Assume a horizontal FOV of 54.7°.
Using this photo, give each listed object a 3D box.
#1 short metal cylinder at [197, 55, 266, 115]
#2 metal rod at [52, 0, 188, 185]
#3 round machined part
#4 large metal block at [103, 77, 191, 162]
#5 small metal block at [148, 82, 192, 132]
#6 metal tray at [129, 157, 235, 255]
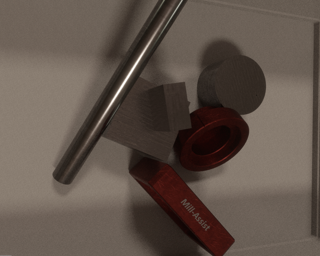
[{"bbox_3d":[0.100,-0.057,0.436,0.081,0.050,0.079,0,90,-21],"label":"short metal cylinder"},{"bbox_3d":[-0.034,-0.061,0.336,0.025,0.025,0.299,30,104,-18],"label":"metal rod"},{"bbox_3d":[0.063,0.010,0.408,0.099,0.042,0.097,-15,138,-14],"label":"round machined part"},{"bbox_3d":[-0.020,-0.011,0.391,0.080,0.050,0.080,25,82,-19],"label":"large metal block"},{"bbox_3d":[0.010,-0.023,0.349,0.025,0.050,0.050,-10,94,-20],"label":"small metal block"},{"bbox_3d":[0.024,0.096,0.386,0.030,0.090,0.130,-44,104,-15],"label":"metal tray"}]
